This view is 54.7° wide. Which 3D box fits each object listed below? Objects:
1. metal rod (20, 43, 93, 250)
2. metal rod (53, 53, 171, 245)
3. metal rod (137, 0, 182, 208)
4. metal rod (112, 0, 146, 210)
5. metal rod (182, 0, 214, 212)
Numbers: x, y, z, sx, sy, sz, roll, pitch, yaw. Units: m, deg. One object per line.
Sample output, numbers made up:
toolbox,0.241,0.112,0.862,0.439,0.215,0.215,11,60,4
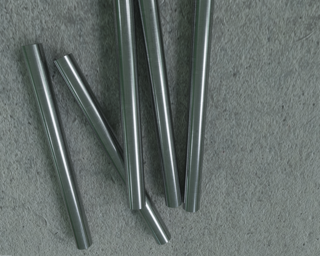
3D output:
metal rod,-0.135,0.039,0.422,0.025,0.025,0.298,-7,110,2
metal rod,-0.056,0.041,0.424,0.025,0.025,0.299,-23,109,8
metal rod,0.001,-0.030,0.398,0.025,0.025,0.298,-7,110,2
metal rod,-0.037,-0.040,0.380,0.025,0.025,0.298,-2,105,0
metal rod,0.048,-0.024,0.401,0.025,0.025,0.298,1,110,-1
